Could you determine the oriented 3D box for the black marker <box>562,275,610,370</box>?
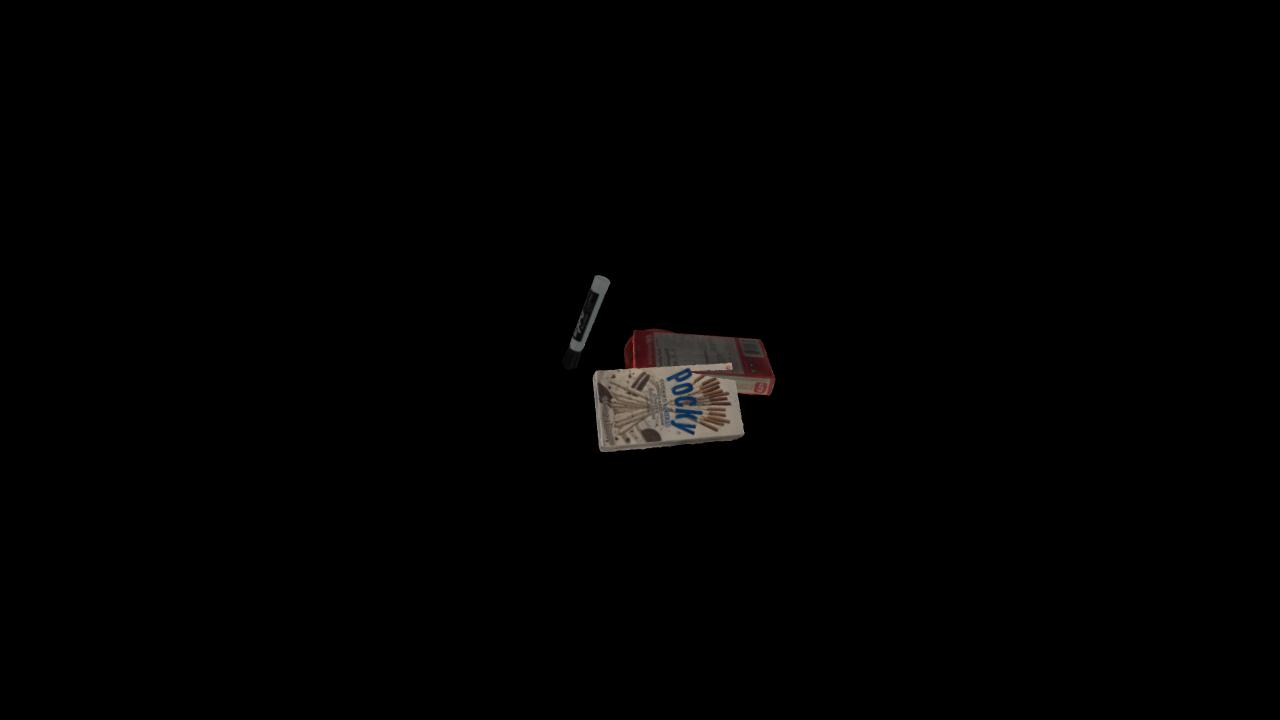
[{"bbox_3d":[-0.064,-0.040,0.711,0.020,0.121,0.020,20,24,-9],"label":"black marker"}]

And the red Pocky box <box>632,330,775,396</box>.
[{"bbox_3d":[0.068,0.002,0.698,0.155,0.028,0.083,4,35,-4],"label":"red Pocky box"}]

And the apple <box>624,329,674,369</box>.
[{"bbox_3d":[0.018,-0.001,0.737,0.079,0.079,0.093,0,22,18],"label":"apple"}]

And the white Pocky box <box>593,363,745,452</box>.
[{"bbox_3d":[0.029,0.049,0.654,0.154,0.084,0.028,-3,-18,-12],"label":"white Pocky box"}]
